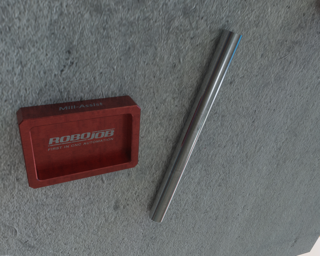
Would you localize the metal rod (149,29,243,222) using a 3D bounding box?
[{"bbox_3d":[0.043,0.011,0.438,0.025,0.025,0.298,7,115,-32],"label":"metal rod"}]

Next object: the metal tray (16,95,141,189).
[{"bbox_3d":[-0.090,0.015,0.364,0.131,0.030,0.089,-9,123,-24],"label":"metal tray"}]
